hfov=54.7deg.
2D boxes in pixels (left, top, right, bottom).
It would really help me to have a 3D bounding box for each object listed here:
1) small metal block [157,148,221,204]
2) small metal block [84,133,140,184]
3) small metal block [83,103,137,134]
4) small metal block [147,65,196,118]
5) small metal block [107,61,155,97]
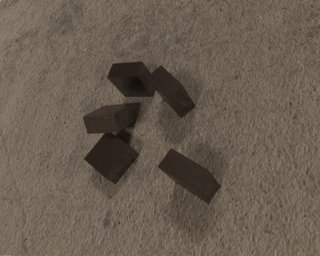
[{"bbox_3d":[0.033,0.053,0.337,0.050,0.050,0.025,29,78,37],"label":"small metal block"},{"bbox_3d":[-0.065,0.038,0.413,0.050,0.025,0.050,31,79,37],"label":"small metal block"},{"bbox_3d":[-0.069,-0.014,0.429,0.050,0.025,0.050,-3,19,26],"label":"small metal block"},{"bbox_3d":[0.015,-0.047,0.408,0.025,0.050,0.050,-41,51,1],"label":"small metal block"},{"bbox_3d":[-0.039,-0.069,0.449,0.050,0.050,0.025,3,63,29],"label":"small metal block"}]
